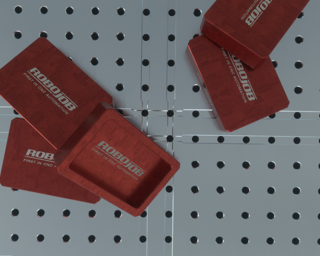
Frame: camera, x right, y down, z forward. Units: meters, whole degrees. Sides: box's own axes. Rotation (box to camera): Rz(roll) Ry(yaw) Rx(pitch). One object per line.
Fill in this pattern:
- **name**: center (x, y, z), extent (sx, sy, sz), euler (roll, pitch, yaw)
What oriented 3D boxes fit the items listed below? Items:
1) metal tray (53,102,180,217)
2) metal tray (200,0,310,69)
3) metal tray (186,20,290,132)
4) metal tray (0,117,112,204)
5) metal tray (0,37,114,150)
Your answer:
- **metal tray**: center (-0.047, 0.042, 0.376), extent (0.090, 0.030, 0.130), euler (-50, 123, -2)
- **metal tray**: center (0.124, -0.150, 0.392), extent (0.090, 0.030, 0.130), euler (37, 76, 6)
- **metal tray**: center (0.101, -0.070, 0.411), extent (0.090, 0.030, 0.130), euler (-24, 90, 0)
- **metal tray**: center (-0.134, 0.042, 0.410), extent (0.131, 0.030, 0.090), euler (11, 90, 0)
- **metal tray**: center (-0.134, -0.042, 0.390), extent (0.130, 0.030, 0.090), euler (42, 76, 8)
